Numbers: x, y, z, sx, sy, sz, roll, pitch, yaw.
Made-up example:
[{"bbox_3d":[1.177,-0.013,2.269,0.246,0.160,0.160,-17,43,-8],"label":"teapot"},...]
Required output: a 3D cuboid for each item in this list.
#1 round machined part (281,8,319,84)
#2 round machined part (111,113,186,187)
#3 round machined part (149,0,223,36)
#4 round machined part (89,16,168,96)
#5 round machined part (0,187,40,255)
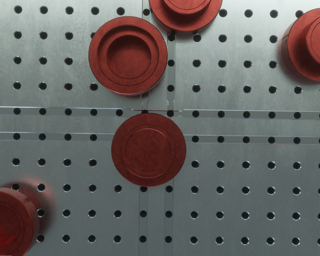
[{"bbox_3d":[0.216,-0.110,0.406,0.099,0.042,0.097,0,90,0],"label":"round machined part"},{"bbox_3d":[-0.015,0.029,0.405,0.099,0.042,0.097,0,90,0],"label":"round machined part"},{"bbox_3d":[0.034,-0.175,0.405,0.099,0.042,0.097,0,90,0],"label":"round machined part"},{"bbox_3d":[-0.039,-0.090,0.405,0.099,0.042,0.097,0,90,0],"label":"round machined part"},{"bbox_3d":[-0.206,0.126,0.404,0.099,0.042,0.097,0,90,0],"label":"round machined part"}]
